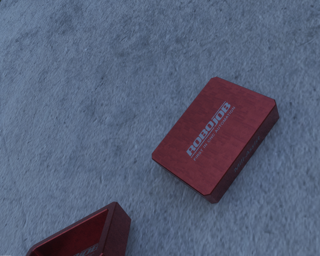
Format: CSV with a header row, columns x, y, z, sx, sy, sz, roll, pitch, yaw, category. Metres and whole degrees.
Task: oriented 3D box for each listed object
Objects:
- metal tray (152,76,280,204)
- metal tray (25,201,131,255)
x,y,z,sx,sy,sz,roll,pitch,yaw,category
0.063,0.009,0.361,0.090,0.030,0.130,32,79,37,metal tray
-0.097,0.141,0.329,0.130,0.030,0.090,-30,17,12,metal tray
